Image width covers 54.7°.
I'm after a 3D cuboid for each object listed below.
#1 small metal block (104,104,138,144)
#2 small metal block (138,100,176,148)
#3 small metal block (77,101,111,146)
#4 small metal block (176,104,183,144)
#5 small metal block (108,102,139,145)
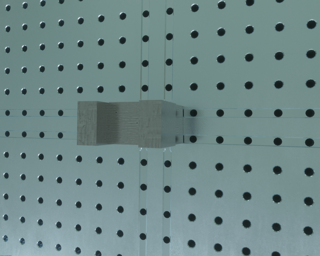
[{"bbox_3d":[-0.051,-0.005,0.415,0.025,0.050,0.050,1,90,20],"label":"small metal block"},{"bbox_3d":[-0.002,-0.004,0.344,0.025,0.050,0.050,1,90,20],"label":"small metal block"},{"bbox_3d":[-0.073,-0.005,0.370,0.025,0.050,0.050,1,90,20],"label":"small metal block"},{"bbox_3d":[0.011,-0.004,0.394,0.025,0.050,0.050,-1,90,20],"label":"small metal block"},{"bbox_3d":[-0.033,-0.006,0.371,0.050,0.025,0.050,1,90,19],"label":"small metal block"}]
